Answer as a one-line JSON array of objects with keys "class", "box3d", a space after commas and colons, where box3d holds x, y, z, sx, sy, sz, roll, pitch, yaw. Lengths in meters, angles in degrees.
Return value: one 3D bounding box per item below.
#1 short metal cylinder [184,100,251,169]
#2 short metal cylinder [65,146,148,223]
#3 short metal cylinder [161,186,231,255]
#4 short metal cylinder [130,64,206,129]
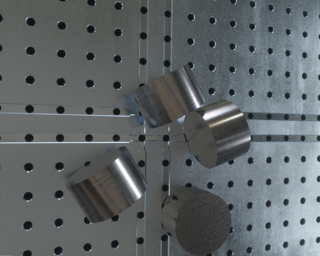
[{"class": "short metal cylinder", "box3d": [0.074, 0.008, 0.412, 0.050, 0.080, 0.080, -19, 97, -19]}, {"class": "short metal cylinder", "box3d": [-0.061, 0.064, 0.362, 0.080, 0.080, 0.050, -33, 101, -17]}, {"class": "short metal cylinder", "box3d": [0.048, 0.123, 0.419, 0.081, 0.050, 0.079, 0, 90, -21]}, {"class": "short metal cylinder", "box3d": [0.010, -0.040, 0.388, 0.080, 0.080, 0.050, -30, 100, -18]}]
